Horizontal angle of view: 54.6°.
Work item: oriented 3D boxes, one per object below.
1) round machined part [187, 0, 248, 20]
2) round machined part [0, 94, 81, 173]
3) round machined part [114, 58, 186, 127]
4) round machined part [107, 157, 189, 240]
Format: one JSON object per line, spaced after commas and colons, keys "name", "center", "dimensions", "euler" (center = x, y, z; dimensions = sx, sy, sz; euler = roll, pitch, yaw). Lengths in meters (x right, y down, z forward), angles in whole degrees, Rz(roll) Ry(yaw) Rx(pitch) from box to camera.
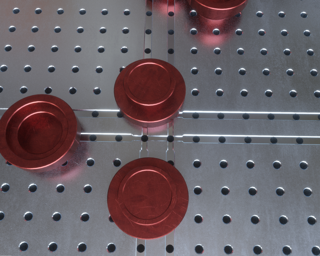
{"name": "round machined part", "center": [0.088, -0.208, 0.479], "dimensions": [0.099, 0.042, 0.098], "euler": [0, 70, 0]}
{"name": "round machined part", "center": [-0.151, 0.009, 0.399], "dimensions": [0.099, 0.042, 0.098], "euler": [0, 70, 0]}
{"name": "round machined part", "center": [-0.014, -0.054, 0.422], "dimensions": [0.099, 0.042, 0.098], "euler": [0, 70, 0]}
{"name": "round machined part", "center": [-0.015, 0.083, 0.373], "dimensions": [0.099, 0.042, 0.098], "euler": [0, 70, 0]}
